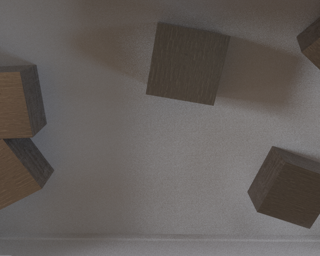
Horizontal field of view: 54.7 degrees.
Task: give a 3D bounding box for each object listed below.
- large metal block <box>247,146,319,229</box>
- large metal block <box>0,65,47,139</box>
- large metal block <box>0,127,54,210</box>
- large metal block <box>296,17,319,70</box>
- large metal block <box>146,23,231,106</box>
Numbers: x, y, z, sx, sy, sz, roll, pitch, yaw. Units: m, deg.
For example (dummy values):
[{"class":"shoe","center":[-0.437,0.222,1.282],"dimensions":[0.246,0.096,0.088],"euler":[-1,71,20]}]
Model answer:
[{"class":"large metal block","center":[0.182,0.082,0.430],"dimensions":[0.080,0.050,0.079],"euler":[19,109,-7]},{"class":"large metal block","center":[-0.196,-0.033,0.384],"dimensions":[0.080,0.050,0.079],"euler":[-2,110,0]},{"class":"large metal block","center":[-0.207,0.055,0.416],"dimensions":[0.080,0.050,0.080],"euler":[-27,108,9]},{"class":"large metal block","center":[0.218,-0.097,0.350],"dimensions":[0.080,0.050,0.080],"euler":[37,127,-13]},{"class":"large metal block","center":[0.030,-0.078,0.369],"dimensions":[0.081,0.050,0.079],"euler":[9,110,-4]}]
